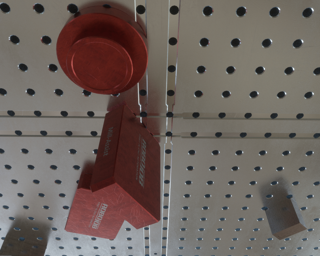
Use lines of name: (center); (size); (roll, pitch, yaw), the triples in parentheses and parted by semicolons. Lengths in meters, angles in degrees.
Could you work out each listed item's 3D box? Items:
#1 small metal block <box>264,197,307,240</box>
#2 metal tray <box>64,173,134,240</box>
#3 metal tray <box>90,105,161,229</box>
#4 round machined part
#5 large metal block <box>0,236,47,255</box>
small metal block: (0.214, 0.155, 0.529); (0.050, 0.050, 0.025); (-36, 122, 26)
metal tray: (-0.103, 0.136, 0.523); (0.091, 0.030, 0.129); (16, 129, -13)
metal tray: (-0.035, 0.044, 0.379); (0.030, 0.130, 0.090); (-25, 126, 20)
round machined part: (-0.062, -0.076, 0.335); (0.099, 0.042, 0.097); (0, 130, 0)
large metal block: (-0.283, 0.267, 0.620); (0.080, 0.050, 0.080); (22, 127, -18)
